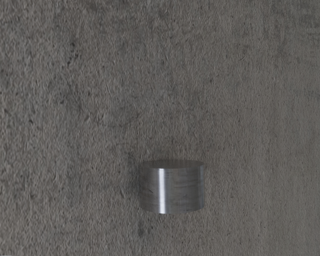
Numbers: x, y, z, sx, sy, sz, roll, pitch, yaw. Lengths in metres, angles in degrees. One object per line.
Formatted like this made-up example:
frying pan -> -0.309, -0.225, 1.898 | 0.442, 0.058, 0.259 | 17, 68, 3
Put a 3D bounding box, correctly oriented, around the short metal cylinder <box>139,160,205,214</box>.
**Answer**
short metal cylinder -> 0.015, 0.068, 0.380 | 0.081, 0.080, 0.050 | -2, 92, -40
